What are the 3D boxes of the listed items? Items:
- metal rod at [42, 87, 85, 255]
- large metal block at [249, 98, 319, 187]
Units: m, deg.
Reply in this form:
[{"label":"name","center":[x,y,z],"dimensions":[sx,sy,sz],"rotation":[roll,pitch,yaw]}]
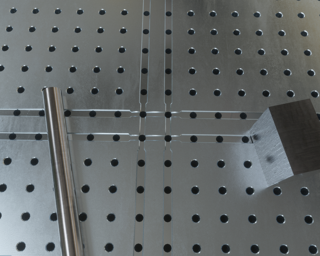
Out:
[{"label":"metal rod","center":[-0.115,0.086,0.378],"dimensions":[0.025,0.025,0.299],"rotation":[-12,71,-5]},{"label":"large metal block","center":[0.156,0.021,0.377],"dimensions":[0.050,0.080,0.080],"rotation":[-12,71,-5]}]
